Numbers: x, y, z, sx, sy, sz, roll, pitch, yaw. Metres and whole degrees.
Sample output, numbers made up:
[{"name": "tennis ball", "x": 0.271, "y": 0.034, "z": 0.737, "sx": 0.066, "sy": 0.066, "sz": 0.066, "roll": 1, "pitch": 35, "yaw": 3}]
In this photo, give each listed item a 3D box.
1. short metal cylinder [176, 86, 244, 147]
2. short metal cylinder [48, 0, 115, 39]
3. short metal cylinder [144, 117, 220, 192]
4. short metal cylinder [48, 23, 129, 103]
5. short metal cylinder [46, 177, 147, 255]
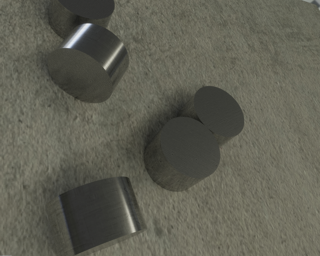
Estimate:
[{"name": "short metal cylinder", "x": 0.070, "y": -0.012, "z": 0.434, "sx": 0.081, "sy": 0.050, "sz": 0.080, "roll": 14, "pitch": 56, "yaw": -21}, {"name": "short metal cylinder", "x": -0.109, "y": -0.163, "z": 0.429, "sx": 0.081, "sy": 0.050, "sz": 0.080, "roll": 14, "pitch": 56, "yaw": -21}, {"name": "short metal cylinder", "x": 0.027, "y": 0.033, "z": 0.384, "sx": 0.081, "sy": 0.050, "sz": 0.080, "roll": 14, "pitch": 56, "yaw": -21}, {"name": "short metal cylinder", "x": -0.084, "y": -0.076, "z": 0.371, "sx": 0.080, "sy": 0.080, "sz": 0.050, "roll": 30, "pitch": 52, "yaw": -9}, {"name": "short metal cylinder", "x": -0.058, "y": 0.084, "z": 0.287, "sx": 0.081, "sy": 0.080, "sz": 0.050, "roll": -9, "pitch": 67, "yaw": -33}]
